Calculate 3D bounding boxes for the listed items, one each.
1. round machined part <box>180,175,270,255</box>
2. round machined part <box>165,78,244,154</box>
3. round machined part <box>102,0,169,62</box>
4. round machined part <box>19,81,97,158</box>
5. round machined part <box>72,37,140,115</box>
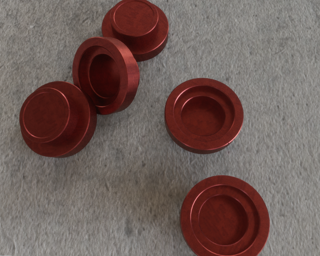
[{"bbox_3d":[0.072,0.107,0.361,0.099,0.042,0.098,0,70,-1],"label":"round machined part"},{"bbox_3d":[0.055,-0.012,0.404,0.099,0.042,0.098,0,70,-1],"label":"round machined part"},{"bbox_3d":[-0.036,-0.150,0.453,0.099,0.042,0.098,0,70,-1],"label":"round machined part"},{"bbox_3d":[-0.133,-0.013,0.388,0.098,0.042,0.097,-2,80,13],"label":"round machined part"},{"bbox_3d":[-0.066,-0.068,0.405,0.098,0.097,0.042,50,35,15],"label":"round machined part"}]
